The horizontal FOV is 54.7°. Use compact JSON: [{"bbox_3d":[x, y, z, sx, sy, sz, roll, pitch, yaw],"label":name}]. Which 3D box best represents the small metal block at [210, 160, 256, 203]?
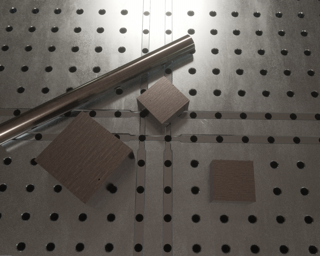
[{"bbox_3d":[0.090,0.068,0.388,0.050,0.025,0.050,2,70,0],"label":"small metal block"}]

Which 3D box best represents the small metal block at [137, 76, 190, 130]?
[{"bbox_3d":[0.004,-0.034,0.424,0.050,0.025,0.050,-41,75,-14],"label":"small metal block"}]

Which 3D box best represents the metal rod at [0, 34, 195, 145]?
[{"bbox_3d":[-0.086,-0.057,0.431,0.302,0.025,0.025,-28,73,-10],"label":"metal rod"}]

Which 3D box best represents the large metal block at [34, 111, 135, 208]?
[{"bbox_3d":[-0.089,0.040,0.383,0.080,0.050,0.080,37,74,12],"label":"large metal block"}]
